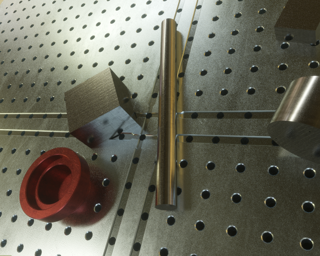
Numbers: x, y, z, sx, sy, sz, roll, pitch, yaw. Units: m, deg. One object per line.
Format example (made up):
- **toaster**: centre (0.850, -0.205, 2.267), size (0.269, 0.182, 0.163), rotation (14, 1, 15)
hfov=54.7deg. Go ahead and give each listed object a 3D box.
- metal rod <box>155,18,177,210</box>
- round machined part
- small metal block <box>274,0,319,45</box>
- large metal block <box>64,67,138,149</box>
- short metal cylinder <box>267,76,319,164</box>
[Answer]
- **metal rod**: centre (0.011, -0.039, 0.425), size (0.025, 0.025, 0.299), rotation (-12, 57, 21)
- **round machined part**: centre (-0.135, 0.078, 0.418), size (0.098, 0.042, 0.098), rotation (-13, 56, 20)
- **small metal block**: centre (0.182, -0.137, 0.397), size (0.050, 0.025, 0.050), rotation (20, 72, 35)
- **large metal block**: centre (-0.088, -0.029, 0.455), size (0.080, 0.050, 0.080), rotation (-28, 52, 10)
- **short metal cylinder**: centre (0.152, -0.005, 0.296), size (0.080, 0.080, 0.050), rotation (22, 73, 35)
